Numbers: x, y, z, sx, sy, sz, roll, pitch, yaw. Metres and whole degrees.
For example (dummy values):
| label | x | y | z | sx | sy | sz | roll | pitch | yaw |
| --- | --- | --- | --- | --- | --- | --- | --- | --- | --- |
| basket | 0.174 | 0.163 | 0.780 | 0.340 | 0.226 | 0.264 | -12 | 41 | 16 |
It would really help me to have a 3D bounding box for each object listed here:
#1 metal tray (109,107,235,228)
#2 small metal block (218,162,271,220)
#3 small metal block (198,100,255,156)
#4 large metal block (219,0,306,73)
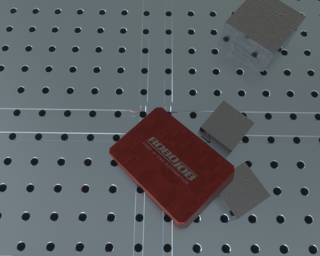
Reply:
| label | x | y | z | sx | sy | sz | roll | pitch | yaw |
| --- | --- | --- | --- | --- | --- | --- | --- | --- | --- |
| metal tray | 0.013 | 0.044 | 0.379 | 0.090 | 0.030 | 0.130 | -42 | 64 | -14 |
| small metal block | 0.098 | 0.078 | 0.384 | 0.050 | 0.025 | 0.050 | -31 | 73 | -11 |
| small metal block | 0.088 | 0.000 | 0.413 | 0.050 | 0.025 | 0.050 | 39 | 74 | 12 |
| large metal block | 0.147 | -0.142 | 0.452 | 0.080 | 0.050 | 0.080 | 38 | 74 | 12 |
